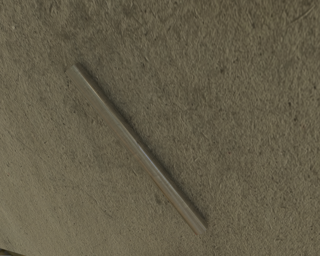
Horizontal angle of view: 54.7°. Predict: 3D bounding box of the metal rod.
[{"bbox_3d":[-0.028,0.035,0.443,0.025,0.025,0.300,-30,102,38],"label":"metal rod"}]
